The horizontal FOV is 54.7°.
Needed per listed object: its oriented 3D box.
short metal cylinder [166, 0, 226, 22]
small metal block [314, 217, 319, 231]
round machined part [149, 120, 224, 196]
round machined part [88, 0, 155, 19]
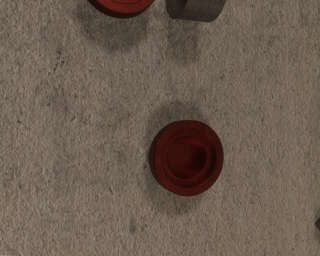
[{"bbox_3d":[0.046,-0.180,0.397,0.050,0.080,0.079,-1,91,-20],"label":"short metal cylinder"},{"bbox_3d":[0.298,0.164,0.522,0.050,0.025,0.050,-43,104,-15],"label":"small metal block"},{"bbox_3d":[0.032,0.038,0.413,0.099,0.042,0.097,0,90,-21],"label":"round machined part"},{"bbox_3d":[-0.051,-0.183,0.381,0.099,0.042,0.097,0,90,-21],"label":"round machined part"}]
